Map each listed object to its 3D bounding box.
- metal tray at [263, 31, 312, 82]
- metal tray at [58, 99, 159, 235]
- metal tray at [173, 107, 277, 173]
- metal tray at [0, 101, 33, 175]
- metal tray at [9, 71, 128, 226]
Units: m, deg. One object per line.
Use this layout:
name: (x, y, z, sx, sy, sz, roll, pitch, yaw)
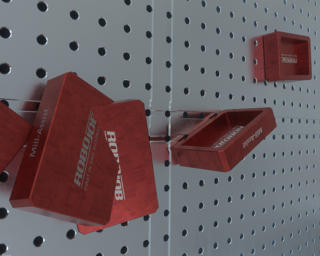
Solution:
metal tray: (0.258, -0.139, 0.619, 0.131, 0.030, 0.090, -8, 95, -40)
metal tray: (-0.056, 0.039, 0.338, 0.091, 0.030, 0.129, -12, 101, -22)
metal tray: (0.094, 0.012, 0.444, 0.131, 0.090, 0.030, -33, 111, -35)
metal tray: (-0.182, 0.024, 0.253, 0.090, 0.030, 0.130, 46, 63, -30)
metal tray: (-0.080, 0.022, 0.305, 0.090, 0.030, 0.130, 36, 51, -45)
